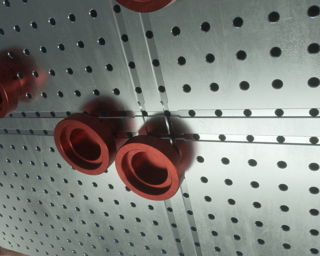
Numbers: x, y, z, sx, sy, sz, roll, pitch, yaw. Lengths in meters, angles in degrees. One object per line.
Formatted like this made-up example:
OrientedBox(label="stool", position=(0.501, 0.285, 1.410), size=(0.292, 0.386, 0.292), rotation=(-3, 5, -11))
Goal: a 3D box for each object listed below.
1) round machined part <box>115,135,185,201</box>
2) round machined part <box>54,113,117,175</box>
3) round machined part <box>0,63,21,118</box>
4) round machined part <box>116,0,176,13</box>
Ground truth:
OrientedBox(label="round machined part", position=(-0.011, 0.051, 0.438), size=(0.098, 0.042, 0.097), rotation=(13, 124, 20))
OrientedBox(label="round machined part", position=(-0.107, 0.020, 0.470), size=(0.098, 0.042, 0.097), rotation=(13, 124, 21))
OrientedBox(label="round machined part", position=(-0.267, -0.067, 0.501), size=(0.098, 0.042, 0.097), rotation=(13, 124, 21))
OrientedBox(label="round machined part", position=(-0.011, -0.168, 0.303), size=(0.098, 0.042, 0.097), rotation=(13, 124, 21))
